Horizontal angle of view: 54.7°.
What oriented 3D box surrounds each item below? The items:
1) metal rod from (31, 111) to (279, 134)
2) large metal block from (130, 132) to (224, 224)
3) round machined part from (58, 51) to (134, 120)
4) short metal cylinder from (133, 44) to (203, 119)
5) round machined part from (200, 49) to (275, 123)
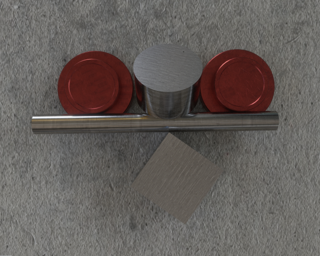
[{"bbox_3d":[-0.005,-0.007,0.390,0.302,0.025,0.025,-1,90,0],"label":"metal rod"},{"bbox_3d":[0.021,0.060,0.397,0.080,0.050,0.080,35,90,0],"label":"large metal block"},{"bbox_3d":[-0.084,-0.052,0.401,0.099,0.042,0.097,0,90,0],"label":"round machined part"},{"bbox_3d":[0.010,-0.057,0.380,0.080,0.050,0.080,0,55,0],"label":"short metal cylinder"},{"bbox_3d":[0.101,-0.054,0.404,0.099,0.042,0.097,0,90,0],"label":"round machined part"}]
